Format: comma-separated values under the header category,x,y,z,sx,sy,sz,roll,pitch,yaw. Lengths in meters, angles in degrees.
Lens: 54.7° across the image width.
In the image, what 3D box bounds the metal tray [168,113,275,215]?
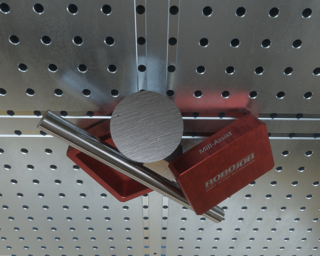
category,x,y,z,sx,sy,sz,roll,pitch,yaw
metal tray,0.085,0.050,0.413,0.131,0.030,0.090,-31,128,-6

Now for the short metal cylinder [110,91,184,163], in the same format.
category,x,y,z,sx,sy,sz,roll,pitch,yaw
short metal cylinder,-0.017,0.001,0.363,0.081,0.080,0.050,6,172,-6

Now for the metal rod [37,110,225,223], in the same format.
category,x,y,z,sx,sy,sz,roll,pitch,yaw
metal rod,-0.021,0.063,0.421,0.301,0.025,0.025,33,123,-26

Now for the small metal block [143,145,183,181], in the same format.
category,x,y,z,sx,sy,sz,roll,pitch,yaw
small metal block,0.005,0.036,0.421,0.050,0.050,0.025,33,123,-25

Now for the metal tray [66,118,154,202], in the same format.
category,x,y,z,sx,sy,sz,roll,pitch,yaw
metal tray,-0.055,0.049,0.444,0.090,0.030,0.130,-25,126,20
